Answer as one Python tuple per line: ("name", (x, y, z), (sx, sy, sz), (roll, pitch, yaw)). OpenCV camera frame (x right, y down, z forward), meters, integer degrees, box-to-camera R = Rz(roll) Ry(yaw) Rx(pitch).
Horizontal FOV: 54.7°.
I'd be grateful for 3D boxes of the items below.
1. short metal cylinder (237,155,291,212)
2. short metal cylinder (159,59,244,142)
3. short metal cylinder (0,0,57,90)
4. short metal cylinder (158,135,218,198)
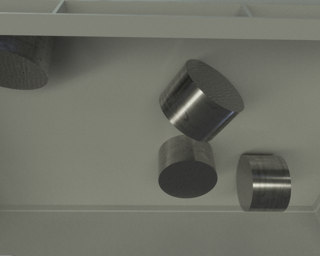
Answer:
("short metal cylinder", (0.145, 0.079, 0.442), (0.050, 0.080, 0.079), (1, 130, -1))
("short metal cylinder", (0.046, -0.031, 0.347), (0.080, 0.080, 0.050), (27, 125, -21))
("short metal cylinder", (-0.147, -0.078, 0.302), (0.081, 0.050, 0.080), (3, 160, 1))
("short metal cylinder", (0.038, 0.055, 0.441), (0.081, 0.050, 0.079), (0, 130, 0))
